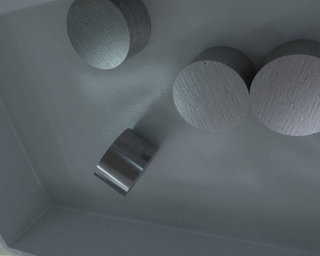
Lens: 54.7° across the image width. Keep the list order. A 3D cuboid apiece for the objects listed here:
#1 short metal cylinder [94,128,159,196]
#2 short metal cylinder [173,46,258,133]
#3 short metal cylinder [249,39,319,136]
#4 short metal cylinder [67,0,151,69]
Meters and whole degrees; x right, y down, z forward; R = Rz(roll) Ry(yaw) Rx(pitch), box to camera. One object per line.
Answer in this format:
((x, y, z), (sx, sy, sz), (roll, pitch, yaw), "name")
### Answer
((-0.045, 0.047, 0.426), (0.050, 0.080, 0.079), (35, 129, 5), "short metal cylinder")
((0.061, -0.042, 0.334), (0.080, 0.050, 0.079), (13, 124, 21), "short metal cylinder")
((0.132, -0.039, 0.298), (0.080, 0.050, 0.079), (13, 124, 20), "short metal cylinder")
((-0.057, -0.113, 0.353), (0.080, 0.050, 0.079), (13, 124, 21), "short metal cylinder")
